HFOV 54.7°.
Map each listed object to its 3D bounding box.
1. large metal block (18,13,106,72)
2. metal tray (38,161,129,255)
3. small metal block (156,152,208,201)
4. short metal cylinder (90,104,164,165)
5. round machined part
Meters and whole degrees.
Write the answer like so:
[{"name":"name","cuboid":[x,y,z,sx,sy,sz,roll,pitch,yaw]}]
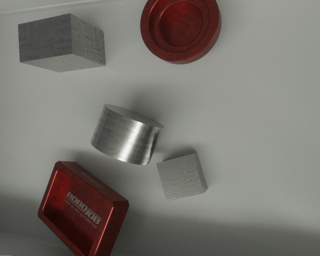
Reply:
[{"name":"large metal block","cuboid":[-0.132,-0.112,0.426,0.080,0.080,0.050,-4,89,19]},{"name":"metal tray","cuboid":[-0.109,0.111,0.422,0.130,0.030,0.090,25,97,36]},{"name":"small metal block","cuboid":[0.029,0.063,0.400,0.050,0.025,0.050,-17,84,18]},{"name":"short metal cylinder","cuboid":[-0.041,0.007,0.395,0.080,0.080,0.050,24,98,18]},{"name":"round machined part","cuboid":[0.029,-0.129,0.391,0.098,0.042,0.097,0,90,19]}]
